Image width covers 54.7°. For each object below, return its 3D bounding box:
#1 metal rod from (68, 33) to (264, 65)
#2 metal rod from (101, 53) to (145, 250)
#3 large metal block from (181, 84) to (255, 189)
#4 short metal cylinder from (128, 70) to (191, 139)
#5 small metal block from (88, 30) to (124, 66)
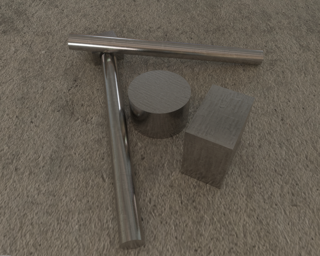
[{"bbox_3d":[0.013,-0.123,0.487,0.302,0.025,0.025,3,50,-6],"label":"metal rod"},{"bbox_3d":[-0.054,0.002,0.400,0.025,0.025,0.300,-8,51,-7],"label":"metal rod"},{"bbox_3d":[0.066,0.010,0.360,0.050,0.080,0.080,21,53,16],"label":"large metal block"},{"bbox_3d":[-0.001,-0.032,0.414,0.081,0.050,0.080,0,50,0],"label":"short metal cylinder"},{"bbox_3d":[-0.093,-0.133,0.514,0.050,0.025,0.050,-19,52,-16],"label":"small metal block"}]
